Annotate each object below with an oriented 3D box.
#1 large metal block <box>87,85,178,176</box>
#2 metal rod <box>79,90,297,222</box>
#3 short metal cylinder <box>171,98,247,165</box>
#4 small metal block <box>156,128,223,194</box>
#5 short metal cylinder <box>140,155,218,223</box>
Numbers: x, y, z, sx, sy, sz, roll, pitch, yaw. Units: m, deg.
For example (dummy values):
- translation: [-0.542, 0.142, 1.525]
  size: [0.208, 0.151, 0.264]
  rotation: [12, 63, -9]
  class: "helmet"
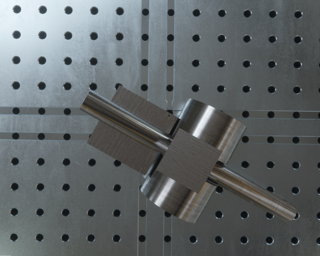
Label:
- translation: [-0.033, 0.003, 0.395]
  size: [0.080, 0.050, 0.080]
  rotation: [29, 90, 0]
  class: "large metal block"
- translation: [0.046, 0.041, 0.371]
  size: [0.301, 0.025, 0.025]
  rotation: [30, 90, -16]
  class: "metal rod"
- translation: [0.059, 0.004, 0.383]
  size: [0.080, 0.080, 0.050]
  rotation: [28, 90, 0]
  class: "short metal cylinder"
- translation: [0.031, 0.035, 0.331]
  size: [0.050, 0.025, 0.050]
  rotation: [29, 90, 8]
  class: "small metal block"
- translation: [0.023, 0.072, 0.382]
  size: [0.080, 0.080, 0.050]
  rotation: [30, 90, 0]
  class: "short metal cylinder"
